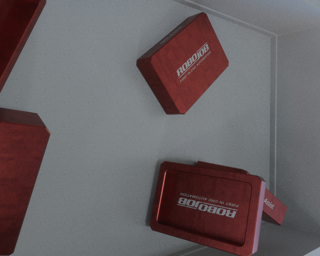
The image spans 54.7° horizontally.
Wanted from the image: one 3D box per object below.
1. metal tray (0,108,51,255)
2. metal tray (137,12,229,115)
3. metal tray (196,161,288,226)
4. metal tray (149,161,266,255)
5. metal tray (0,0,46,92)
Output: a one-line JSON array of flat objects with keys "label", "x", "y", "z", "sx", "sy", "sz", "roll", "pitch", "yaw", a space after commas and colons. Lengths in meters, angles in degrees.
[{"label": "metal tray", "x": -0.151, "y": 0.046, "z": 0.243, "sx": 0.091, "sy": 0.030, "sz": 0.129, "roll": 10, "pitch": 109, "yaw": -40}, {"label": "metal tray", "x": 0.037, "y": -0.091, "z": 0.434, "sx": 0.131, "sy": 0.030, "sz": 0.090, "roll": -47, "pitch": 118, "yaw": -30}, {"label": "metal tray", "x": 0.118, "y": 0.097, "z": 0.461, "sx": 0.130, "sy": 0.090, "sz": 0.030, "roll": 39, "pitch": 70, "yaw": -33}, {"label": "metal tray", "x": 0.057, "y": 0.095, "z": 0.384, "sx": 0.030, "sy": 0.130, "sz": 0.090, "roll": 25, "pitch": 73, "yaw": -59}, {"label": "metal tray", "x": -0.142, "y": -0.084, "z": 0.245, "sx": 0.030, "sy": 0.090, "sz": 0.130, "roll": 19, "pitch": 75, "yaw": 1}]
